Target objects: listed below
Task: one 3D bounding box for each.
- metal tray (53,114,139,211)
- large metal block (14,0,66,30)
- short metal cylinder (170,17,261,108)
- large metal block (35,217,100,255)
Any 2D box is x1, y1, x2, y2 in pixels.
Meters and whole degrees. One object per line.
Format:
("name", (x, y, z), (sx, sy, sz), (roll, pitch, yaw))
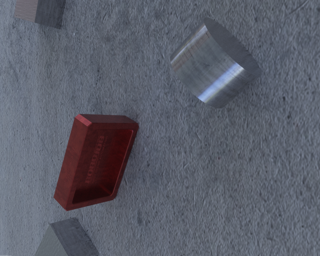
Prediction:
("metal tray", (-0.088, 0.046, 0.435), (0.030, 0.091, 0.129), (31, 109, 36))
("large metal block", (-0.220, -0.233, 0.570), (0.080, 0.050, 0.079), (25, 106, 37))
("short metal cylinder", (0.058, -0.067, 0.322), (0.050, 0.081, 0.080), (-44, 64, 31))
("large metal block", (-0.158, 0.212, 0.519), (0.080, 0.050, 0.080), (44, 116, 31))
